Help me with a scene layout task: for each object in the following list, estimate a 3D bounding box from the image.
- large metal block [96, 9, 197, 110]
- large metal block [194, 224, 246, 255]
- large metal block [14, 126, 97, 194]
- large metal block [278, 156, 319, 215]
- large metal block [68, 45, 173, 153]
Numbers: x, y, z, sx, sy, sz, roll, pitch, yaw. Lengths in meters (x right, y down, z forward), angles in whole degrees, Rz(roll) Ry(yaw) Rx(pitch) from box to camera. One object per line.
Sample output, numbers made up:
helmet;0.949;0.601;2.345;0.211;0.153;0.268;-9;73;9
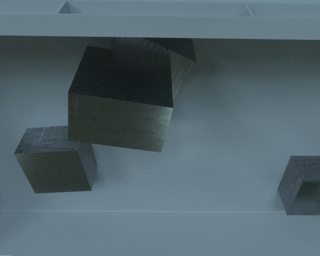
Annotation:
large metal block;-0.018;-0.067;0.335;0.080;0.050;0.079;20;127;-17
large metal block;0.111;0.229;0.591;0.081;0.050;0.079;1;130;-1
large metal block;-0.139;0.044;0.429;0.080;0.050;0.080;-3;130;2
large metal block;0.236;0.088;0.470;0.081;0.050;0.079;0;130;-1
large metal block;-0.034;-0.028;0.283;0.081;0.080;0.050;8;130;-7
